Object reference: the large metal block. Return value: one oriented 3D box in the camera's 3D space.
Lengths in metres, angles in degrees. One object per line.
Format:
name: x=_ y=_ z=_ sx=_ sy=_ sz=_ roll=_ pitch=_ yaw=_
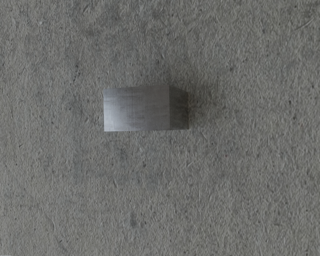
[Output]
large metal block: x=-0.014 y=-0.022 z=0.385 sx=0.080 sy=0.080 sz=0.050 roll=-1 pitch=90 yaw=19
